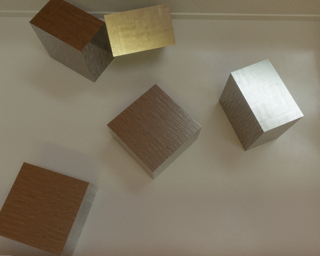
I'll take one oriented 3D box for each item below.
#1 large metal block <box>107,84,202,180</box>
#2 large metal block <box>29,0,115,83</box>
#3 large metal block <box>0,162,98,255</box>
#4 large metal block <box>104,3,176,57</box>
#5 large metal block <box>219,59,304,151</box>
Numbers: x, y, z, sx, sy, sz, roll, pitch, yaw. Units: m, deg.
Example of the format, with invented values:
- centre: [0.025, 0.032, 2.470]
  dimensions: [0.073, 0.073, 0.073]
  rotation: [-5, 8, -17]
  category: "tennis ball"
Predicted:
- centre: [-0.007, 0.006, 0.394]
  dimensions: [0.080, 0.050, 0.080]
  rotation: [-42, 75, -14]
  category: "large metal block"
- centre: [-0.115, -0.118, 0.423]
  dimensions: [0.080, 0.080, 0.050]
  rotation: [30, 73, 10]
  category: "large metal block"
- centre: [-0.129, 0.094, 0.361]
  dimensions: [0.080, 0.050, 0.080]
  rotation: [16, 71, 6]
  category: "large metal block"
- centre: [-0.029, -0.132, 0.421]
  dimensions: [0.081, 0.080, 0.050]
  rotation: [-13, 107, -5]
  category: "large metal block"
- centre: [0.121, -0.026, 0.390]
  dimensions: [0.050, 0.080, 0.080]
  rotation: [-21, 72, -7]
  category: "large metal block"
